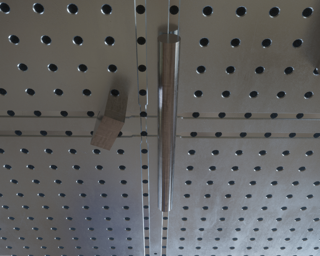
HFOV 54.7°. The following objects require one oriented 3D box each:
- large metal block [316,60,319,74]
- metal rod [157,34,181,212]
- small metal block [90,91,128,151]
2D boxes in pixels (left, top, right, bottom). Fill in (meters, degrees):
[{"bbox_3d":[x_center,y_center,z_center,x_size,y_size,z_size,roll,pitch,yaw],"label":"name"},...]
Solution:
[{"bbox_3d":[0.228,-0.083,0.327,0.081,0.050,0.079,1,130,-1],"label":"large metal block"},{"bbox_3d":[0.009,0.018,0.426,0.025,0.025,0.298,0,130,0],"label":"metal rod"},{"bbox_3d":[-0.063,-0.009,0.387,0.025,0.050,0.050,20,127,-17],"label":"small metal block"}]
